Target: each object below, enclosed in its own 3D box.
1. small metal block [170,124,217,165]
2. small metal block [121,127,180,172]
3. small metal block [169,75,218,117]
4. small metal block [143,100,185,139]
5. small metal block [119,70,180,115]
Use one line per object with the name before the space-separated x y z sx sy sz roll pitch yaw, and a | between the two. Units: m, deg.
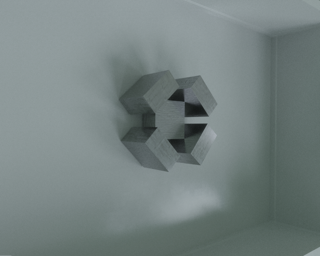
small metal block | 0.041 0.021 0.422 0.025 0.050 0.050 49 60 -30
small metal block | -0.012 0.025 0.378 0.025 0.050 0.050 -52 120 -26
small metal block | 0.042 -0.042 0.422 0.025 0.050 0.050 -53 122 -28
small metal block | 0.006 -0.011 0.408 0.050 0.025 0.050 1 90 -40
small metal block | -0.013 -0.043 0.376 0.050 0.050 0.025 -49 119 -28
